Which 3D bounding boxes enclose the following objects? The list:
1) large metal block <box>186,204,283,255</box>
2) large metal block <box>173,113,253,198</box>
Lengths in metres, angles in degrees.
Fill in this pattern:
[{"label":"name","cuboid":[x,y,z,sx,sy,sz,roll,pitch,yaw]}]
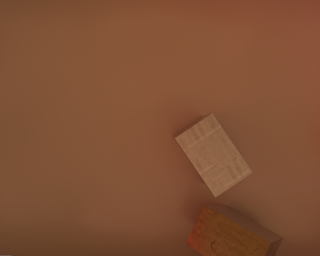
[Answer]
[{"label":"large metal block","cuboid":[0.091,0.134,0.369,0.080,0.080,0.050,25,90,33]},{"label":"large metal block","cuboid":[0.060,0.030,0.384,0.050,0.080,0.080,-34,90,0]}]
